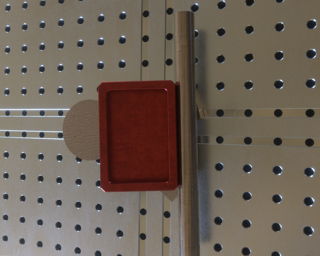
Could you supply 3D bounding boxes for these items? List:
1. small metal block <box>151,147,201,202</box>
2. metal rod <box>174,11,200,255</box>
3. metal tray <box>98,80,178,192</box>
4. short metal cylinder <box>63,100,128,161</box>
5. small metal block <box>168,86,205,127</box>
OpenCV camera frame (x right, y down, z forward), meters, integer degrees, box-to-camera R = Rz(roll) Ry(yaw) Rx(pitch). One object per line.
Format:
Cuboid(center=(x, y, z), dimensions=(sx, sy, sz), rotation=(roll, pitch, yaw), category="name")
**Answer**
Cuboid(center=(0.016, 0.059, 0.405), dimensions=(0.050, 0.025, 0.050), rotation=(41, 102, 15), category="small metal block")
Cuboid(center=(0.033, 0.012, 0.373), dimensions=(0.025, 0.025, 0.298), rotation=(-1, 90, 19), category="metal rod")
Cuboid(center=(-0.026, 0.009, 0.376), dimensions=(0.091, 0.030, 0.129), rotation=(-1, 90, 0), category="metal tray")
Cuboid(center=(-0.085, 0.002, 0.427), dimensions=(0.080, 0.050, 0.079), rotation=(0, 90, 19), category="short metal cylinder")
Cuboid(center=(0.026, -0.029, 0.403), dimensions=(0.050, 0.025, 0.050), rotation=(-16, 85, 19), category="small metal block")
